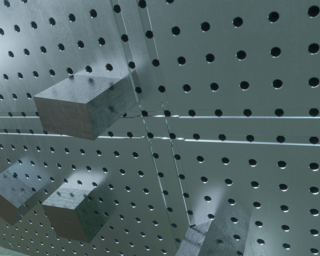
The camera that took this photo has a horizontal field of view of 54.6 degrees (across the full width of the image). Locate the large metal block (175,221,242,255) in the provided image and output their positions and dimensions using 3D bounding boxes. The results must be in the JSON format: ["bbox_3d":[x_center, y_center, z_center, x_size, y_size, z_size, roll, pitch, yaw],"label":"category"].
[{"bbox_3d":[0.071,0.202,0.463,0.050,0.080,0.080,-33,100,38],"label":"large metal block"}]

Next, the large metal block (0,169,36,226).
[{"bbox_3d":[-0.319,0.148,0.656,0.080,0.050,0.080,36,129,4],"label":"large metal block"}]

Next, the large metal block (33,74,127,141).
[{"bbox_3d":[-0.102,-0.031,0.411,0.080,0.080,0.050,9,122,23],"label":"large metal block"}]

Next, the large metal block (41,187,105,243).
[{"bbox_3d":[-0.161,0.162,0.581,0.080,0.050,0.080,-1,118,28],"label":"large metal block"}]
